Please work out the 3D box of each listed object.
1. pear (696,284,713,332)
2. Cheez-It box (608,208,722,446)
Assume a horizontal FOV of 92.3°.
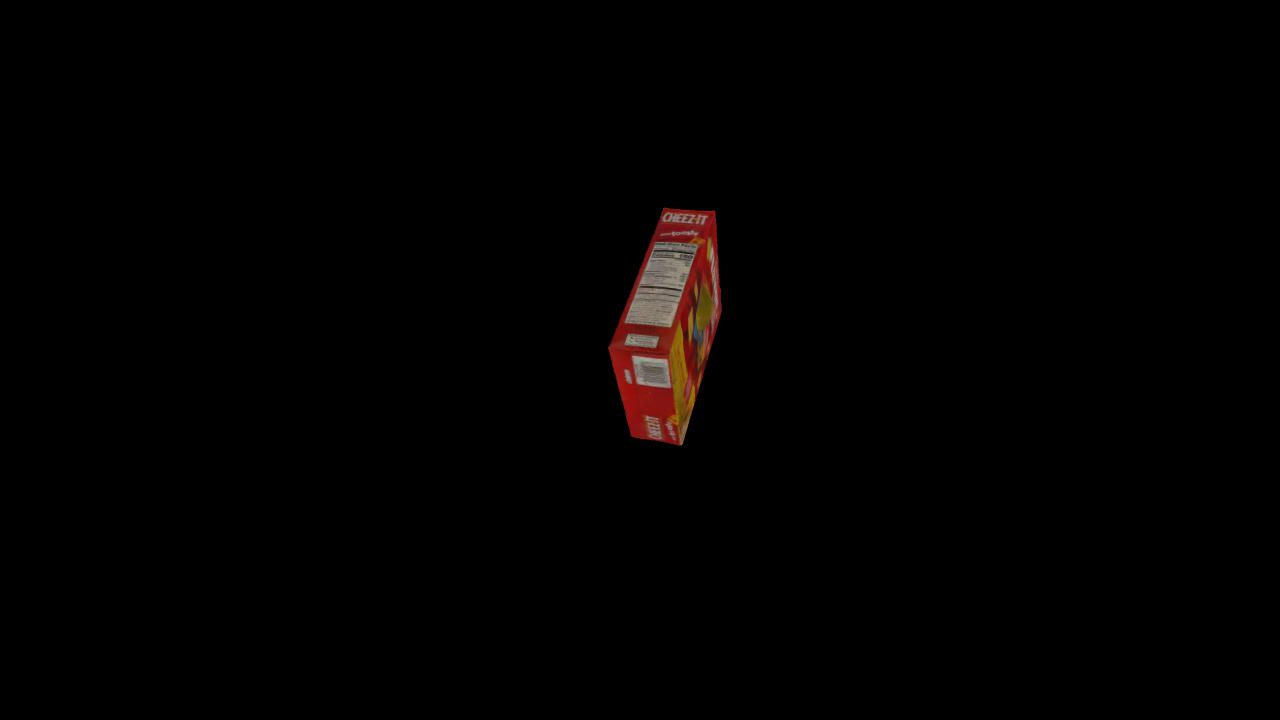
[{"bbox_3d":[0.028,-0.055,0.698,0.080,0.080,0.111,0,-13,-36],"label":"pear"},{"bbox_3d":[0.038,-0.040,0.700,0.071,0.223,0.166,8,-37,16],"label":"Cheez-It box"}]
